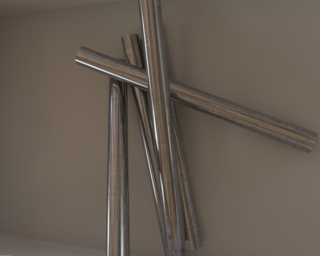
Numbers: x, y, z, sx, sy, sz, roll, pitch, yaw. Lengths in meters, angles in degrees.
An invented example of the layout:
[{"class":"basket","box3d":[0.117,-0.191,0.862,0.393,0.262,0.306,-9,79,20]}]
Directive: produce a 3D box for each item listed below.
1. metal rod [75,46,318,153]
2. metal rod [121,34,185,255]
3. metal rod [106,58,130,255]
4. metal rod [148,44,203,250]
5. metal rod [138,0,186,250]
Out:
[{"class":"metal rod","box3d":[0.035,-0.038,0.376,0.301,0.025,0.025,22,97,10]},{"class":"metal rod","box3d":[-0.011,0.022,0.413,0.025,0.025,0.298,-13,86,19]},{"class":"metal rod","box3d":[-0.050,0.044,0.365,0.025,0.025,0.299,-14,62,19]},{"class":"metal rod","box3d":[0.014,0.005,0.404,0.025,0.025,0.298,-12,86,19]},{"class":"metal rod","box3d":[0.003,-0.004,0.362,0.025,0.025,0.298,-4,97,19]}]
